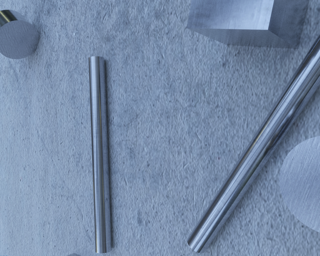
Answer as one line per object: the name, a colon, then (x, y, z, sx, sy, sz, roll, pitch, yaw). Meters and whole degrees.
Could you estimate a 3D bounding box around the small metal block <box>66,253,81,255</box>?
small metal block: (-0.140, 0.245, 0.521, 0.050, 0.025, 0.050, -2, 89, 40)

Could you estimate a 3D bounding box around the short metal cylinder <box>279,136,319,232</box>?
short metal cylinder: (0.151, 0.045, 0.264, 0.080, 0.050, 0.080, 0, 90, 40)

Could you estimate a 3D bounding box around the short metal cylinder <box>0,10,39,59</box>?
short metal cylinder: (-0.288, -0.183, 0.607, 0.050, 0.081, 0.080, 44, 116, 31)

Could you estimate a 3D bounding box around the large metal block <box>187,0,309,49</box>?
large metal block: (0.086, -0.111, 0.298, 0.080, 0.081, 0.050, 16, 100, 39)

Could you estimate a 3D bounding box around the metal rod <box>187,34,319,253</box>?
metal rod: (0.107, 0.015, 0.316, 0.025, 0.025, 0.298, 41, 115, 32)

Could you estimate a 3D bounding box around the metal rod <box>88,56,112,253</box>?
metal rod: (-0.093, 0.039, 0.481, 0.025, 0.025, 0.298, -4, 87, 40)
